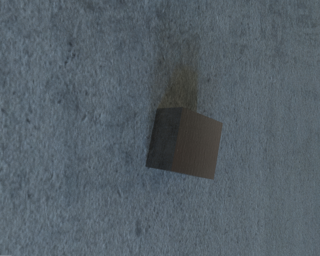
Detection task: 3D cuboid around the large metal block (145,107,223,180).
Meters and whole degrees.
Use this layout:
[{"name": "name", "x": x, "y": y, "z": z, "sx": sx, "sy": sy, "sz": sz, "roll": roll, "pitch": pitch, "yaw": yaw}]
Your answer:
[{"name": "large metal block", "x": 0.034, "y": 0.022, "z": 0.420, "sx": 0.080, "sy": 0.050, "sz": 0.080, "roll": 18, "pitch": 79, "yaw": -39}]
